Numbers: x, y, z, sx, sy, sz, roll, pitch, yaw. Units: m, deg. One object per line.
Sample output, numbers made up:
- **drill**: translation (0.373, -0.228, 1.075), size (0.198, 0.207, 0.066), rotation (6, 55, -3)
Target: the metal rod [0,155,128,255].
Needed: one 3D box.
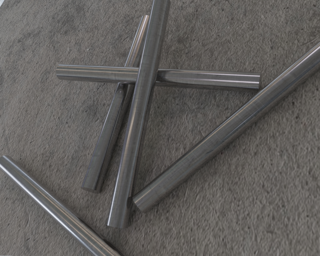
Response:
- **metal rod**: translation (-0.141, 0.105, 0.413), size (0.300, 0.025, 0.025), rotation (24, 75, 36)

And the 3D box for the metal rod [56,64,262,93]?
- **metal rod**: translation (-0.017, -0.071, 0.431), size (0.301, 0.025, 0.025), rotation (7, 65, 22)

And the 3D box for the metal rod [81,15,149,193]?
- **metal rod**: translation (-0.056, -0.051, 0.464), size (0.025, 0.025, 0.300), rotation (1, 62, 28)

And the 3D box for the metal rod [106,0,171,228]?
- **metal rod**: translation (-0.024, -0.029, 0.393), size (0.025, 0.025, 0.299), rotation (3, 76, 30)

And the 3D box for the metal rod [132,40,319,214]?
- **metal rod**: translation (0.091, -0.007, 0.359), size (0.300, 0.025, 0.025), rotation (-40, 51, 1)
